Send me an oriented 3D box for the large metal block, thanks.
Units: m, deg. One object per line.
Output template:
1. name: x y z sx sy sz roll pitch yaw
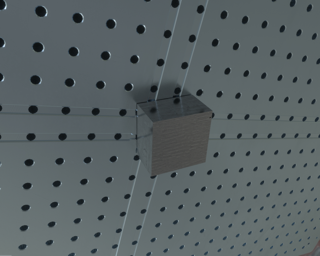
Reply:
1. large metal block: 0.017 0.008 0.407 0.081 0.050 0.079 -12 124 -22
